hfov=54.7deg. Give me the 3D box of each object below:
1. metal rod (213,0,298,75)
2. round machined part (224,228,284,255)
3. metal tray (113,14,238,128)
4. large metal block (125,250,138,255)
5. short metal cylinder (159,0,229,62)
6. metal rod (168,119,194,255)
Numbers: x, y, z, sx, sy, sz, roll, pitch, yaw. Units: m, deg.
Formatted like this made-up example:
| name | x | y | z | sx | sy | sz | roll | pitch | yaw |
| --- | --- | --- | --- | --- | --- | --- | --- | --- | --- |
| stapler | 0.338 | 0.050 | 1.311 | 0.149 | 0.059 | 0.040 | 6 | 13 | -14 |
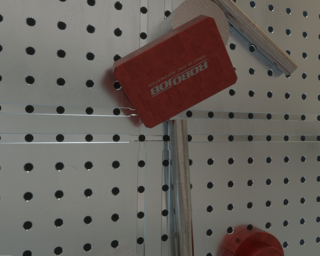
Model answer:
| name | x | y | z | sx | sy | sz | roll | pitch | yaw |
| --- | --- | --- | --- | --- | --- | --- | --- | --- | --- |
| metal rod | 0.092 | -0.178 | 0.447 | 0.301 | 0.025 | 0.025 | 36 | 78 | -17 |
| round machined part | 0.147 | 0.204 | 0.460 | 0.099 | 0.042 | 0.097 | 0 | 90 | -21 |
| metal tray | 0.019 | -0.068 | 0.383 | 0.130 | 0.030 | 0.090 | -28 | 117 | 2 |
| large metal block | -0.045 | 0.217 | 0.384 | 0.081 | 0.050 | 0.080 | -25 | 99 | -19 |
| short metal cylinder | 0.045 | -0.127 | 0.417 | 0.081 | 0.050 | 0.079 | 0 | 90 | -21 |
| metal rod | 0.033 | 0.137 | 0.426 | 0.025 | 0.025 | 0.298 | -4 | 91 | -20 |
